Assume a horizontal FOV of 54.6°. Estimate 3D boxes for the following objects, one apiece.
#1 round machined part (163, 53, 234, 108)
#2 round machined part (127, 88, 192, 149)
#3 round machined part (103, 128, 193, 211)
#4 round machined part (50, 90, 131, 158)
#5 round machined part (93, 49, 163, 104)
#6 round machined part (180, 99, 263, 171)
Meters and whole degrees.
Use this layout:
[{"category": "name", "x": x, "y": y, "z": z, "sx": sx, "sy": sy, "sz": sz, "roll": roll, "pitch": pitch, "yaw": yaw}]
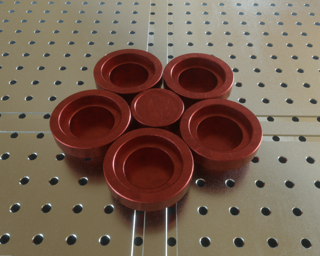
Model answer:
[{"category": "round machined part", "x": 0.054, "y": -0.062, "z": 0.449, "sx": 0.099, "sy": 0.042, "sz": 0.098, "roll": 0, "pitch": 50, "yaw": 0}, {"category": "round machined part", "x": -0.004, "y": -0.015, "z": 0.409, "sx": 0.099, "sy": 0.042, "sz": 0.098, "roll": 0, "pitch": 50, "yaw": 0}, {"category": "round machined part", "x": -0.013, "y": 0.050, "z": 0.354, "sx": 0.099, "sy": 0.042, "sz": 0.098, "roll": 0, "pitch": 50, "yaw": 0}, {"category": "round machined part", "x": -0.085, "y": -0.001, "z": 0.397, "sx": 0.099, "sy": 0.042, "sz": 0.098, "roll": 0, "pitch": 50, "yaw": 0}, {"category": "round machined part", "x": -0.045, "y": -0.070, "z": 0.455, "sx": 0.099, "sy": 0.042, "sz": 0.098, "roll": 0, "pitch": 50, "yaw": 0}, {"category": "round machined part", "x": 0.073, "y": 0.012, "z": 0.387, "sx": 0.099, "sy": 0.042, "sz": 0.098, "roll": 0, "pitch": 50, "yaw": 0}]
